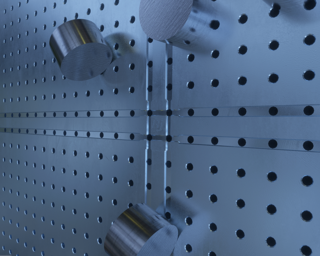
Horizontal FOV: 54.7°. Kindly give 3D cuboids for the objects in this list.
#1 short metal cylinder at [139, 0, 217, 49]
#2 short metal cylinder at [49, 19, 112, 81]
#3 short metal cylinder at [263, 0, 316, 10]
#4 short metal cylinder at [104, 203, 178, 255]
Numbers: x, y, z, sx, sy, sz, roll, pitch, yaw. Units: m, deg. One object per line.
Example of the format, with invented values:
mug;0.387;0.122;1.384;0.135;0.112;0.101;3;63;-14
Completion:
short metal cylinder;0.021;-0.141;0.376;0.080;0.050;0.079;0;90;40
short metal cylinder;-0.120;-0.118;0.473;0.080;0.081;0.050;-44;64;31
short metal cylinder;0.121;-0.160;0.293;0.080;0.050;0.079;0;90;40
short metal cylinder;-0.023;0.144;0.392;0.050;0.081;0.079;29;108;36
